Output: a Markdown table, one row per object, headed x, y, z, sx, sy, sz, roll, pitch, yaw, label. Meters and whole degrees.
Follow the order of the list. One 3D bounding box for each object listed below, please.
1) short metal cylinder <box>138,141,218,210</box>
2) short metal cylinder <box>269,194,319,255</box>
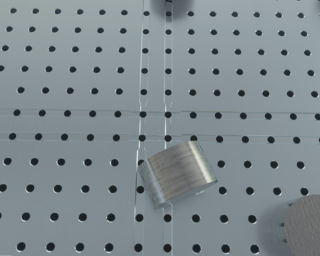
| x | y | z | sx | sy | sz | roll | pitch | yaw | label |
| --- | --- | --- | --- | --- | --- | --- | --- | --- | --- |
| 0.020 | 0.056 | 0.362 | 0.080 | 0.080 | 0.050 | -22 | 72 | -8 | short metal cylinder |
| 0.174 | 0.120 | 0.357 | 0.081 | 0.050 | 0.080 | 0 | 70 | 0 | short metal cylinder |
